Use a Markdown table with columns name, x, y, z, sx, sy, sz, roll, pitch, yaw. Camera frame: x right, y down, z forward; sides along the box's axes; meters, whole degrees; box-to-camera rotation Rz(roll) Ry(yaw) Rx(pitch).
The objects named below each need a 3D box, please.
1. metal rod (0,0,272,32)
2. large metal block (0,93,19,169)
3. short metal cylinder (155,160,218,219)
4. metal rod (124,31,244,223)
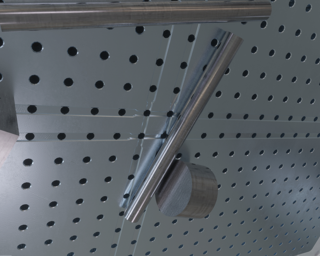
| name | x | y | z | sx | sy | sz | roll | pitch | yaw |
| --- | --- | --- | --- | --- | --- | --- | --- | --- | --- |
| metal rod | -0.005 | -0.123 | 0.332 | 0.303 | 0.025 | 0.025 | -11 | 123 | -23 |
| large metal block | -0.179 | -0.006 | 0.274 | 0.080 | 0.080 | 0.050 | 25 | 105 | -37 |
| short metal cylinder | 0.037 | 0.090 | 0.452 | 0.050 | 0.080 | 0.080 | 17 | 109 | -35 |
| metal rod | 0.026 | 0.009 | 0.431 | 0.025 | 0.025 | 0.298 | 17 | 109 | -35 |
